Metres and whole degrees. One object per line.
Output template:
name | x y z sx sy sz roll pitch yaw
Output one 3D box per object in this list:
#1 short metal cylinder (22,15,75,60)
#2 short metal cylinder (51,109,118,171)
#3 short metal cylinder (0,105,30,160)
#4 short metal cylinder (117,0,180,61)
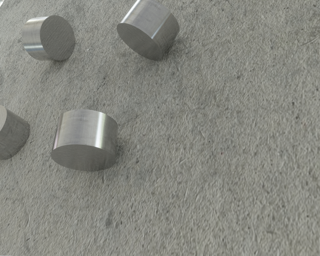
short metal cylinder | -0.207 -0.167 0.581 0.050 0.080 0.080 6 65 31
short metal cylinder | -0.097 0.018 0.409 0.080 0.080 0.050 -13 56 21
short metal cylinder | -0.272 0.008 0.526 0.080 0.050 0.080 -13 56 21
short metal cylinder | -0.018 -0.148 0.469 0.080 0.080 0.050 24 75 36
